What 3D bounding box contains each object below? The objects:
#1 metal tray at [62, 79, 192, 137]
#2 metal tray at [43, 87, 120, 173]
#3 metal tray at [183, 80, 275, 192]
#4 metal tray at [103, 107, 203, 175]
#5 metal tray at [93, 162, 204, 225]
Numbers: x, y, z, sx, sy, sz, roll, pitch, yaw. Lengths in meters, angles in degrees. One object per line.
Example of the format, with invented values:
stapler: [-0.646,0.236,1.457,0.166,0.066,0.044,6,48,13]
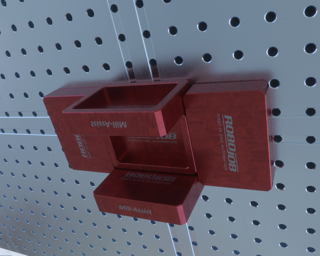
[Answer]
metal tray: [-0.037,-0.025,0.372,0.130,0.090,0.030,1,119,27]
metal tray: [-0.113,0.005,0.468,0.090,0.030,0.129,1,119,27]
metal tray: [0.084,0.012,0.368,0.090,0.030,0.129,0,119,26]
metal tray: [-0.013,0.014,0.419,0.130,0.030,0.089,1,119,27]
metal tray: [-0.013,0.081,0.422,0.130,0.090,0.030,1,119,27]
